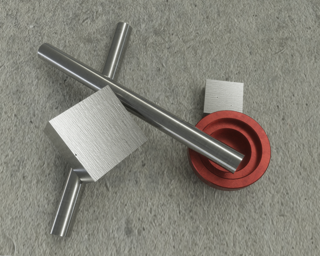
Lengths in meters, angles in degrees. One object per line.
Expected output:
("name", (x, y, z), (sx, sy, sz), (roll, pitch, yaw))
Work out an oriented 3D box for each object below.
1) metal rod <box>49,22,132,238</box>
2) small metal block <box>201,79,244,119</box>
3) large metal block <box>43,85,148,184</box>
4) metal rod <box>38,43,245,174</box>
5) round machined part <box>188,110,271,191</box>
("metal rod", (-0.085, -0.012, 0.411), (0.025, 0.025, 0.299), (12, 70, 4))
("small metal block", (0.085, -0.036, 0.422), (0.050, 0.025, 0.050), (7, 70, 2))
("large metal block", (-0.076, 0.009, 0.367), (0.080, 0.050, 0.080), (-39, 96, -29))
("metal rod", (-0.036, -0.033, 0.385), (0.300, 0.025, 0.025), (31, 73, 17))
("round machined part", (0.083, 0.030, 0.389), (0.099, 0.042, 0.098), (0, 70, -1))
